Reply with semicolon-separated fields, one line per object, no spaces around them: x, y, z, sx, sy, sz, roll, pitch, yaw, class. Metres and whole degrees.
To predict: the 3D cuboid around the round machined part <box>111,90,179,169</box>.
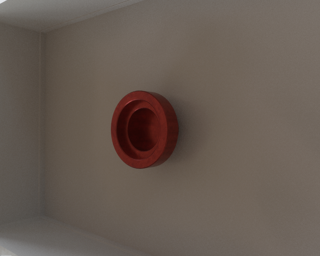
-0.015;0.002;0.401;0.098;0.042;0.097;0;90;39;round machined part
